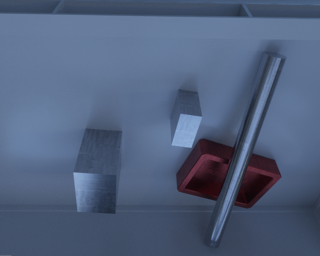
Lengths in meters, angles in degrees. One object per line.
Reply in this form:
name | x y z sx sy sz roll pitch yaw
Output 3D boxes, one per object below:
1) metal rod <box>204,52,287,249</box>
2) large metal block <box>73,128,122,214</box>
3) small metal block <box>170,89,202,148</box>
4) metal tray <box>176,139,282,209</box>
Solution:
metal rod | 0.104 0.048 0.413 0.025 0.025 0.298 7 118 -6
large metal block | -0.081 0.058 0.422 0.050 0.080 0.079 5 130 -4
small metal block | 0.031 -0.012 0.383 0.025 0.050 0.050 8 130 -7
metal tray | 0.101 0.073 0.469 0.131 0.030 0.089 17 128 -15
